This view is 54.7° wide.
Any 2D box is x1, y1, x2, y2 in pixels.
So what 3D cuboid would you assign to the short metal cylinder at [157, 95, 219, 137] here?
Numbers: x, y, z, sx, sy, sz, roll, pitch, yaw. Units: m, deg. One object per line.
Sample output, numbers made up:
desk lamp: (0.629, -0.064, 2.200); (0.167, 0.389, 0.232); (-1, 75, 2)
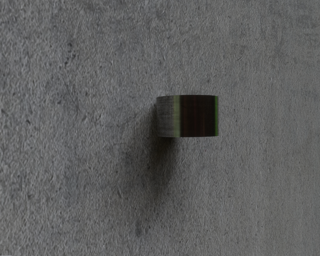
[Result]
short metal cylinder: (0.036, -0.015, 0.403); (0.081, 0.080, 0.050); (-1, 91, -40)
